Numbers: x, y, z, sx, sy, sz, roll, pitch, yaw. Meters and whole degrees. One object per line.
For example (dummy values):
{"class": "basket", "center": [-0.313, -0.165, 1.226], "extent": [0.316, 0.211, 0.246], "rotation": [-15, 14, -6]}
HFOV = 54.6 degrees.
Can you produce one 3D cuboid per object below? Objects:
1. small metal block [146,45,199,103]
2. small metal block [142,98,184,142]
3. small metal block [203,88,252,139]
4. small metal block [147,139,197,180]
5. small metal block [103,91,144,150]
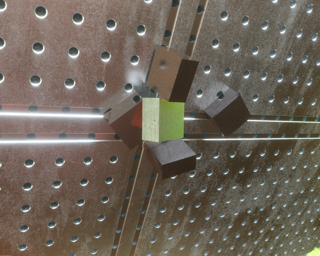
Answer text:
{"class": "small metal block", "center": [0.013, -0.063, 0.361], "extent": [0.025, 0.050, 0.050], "rotation": [-1, 119, -37]}
{"class": "small metal block", "center": [0.005, -0.012, 0.376], "extent": [0.050, 0.025, 0.050], "rotation": [-7, 100, -51]}
{"class": "small metal block", "center": [0.099, -0.021, 0.451], "extent": [0.050, 0.025, 0.050], "rotation": [-40, 129, -1]}
{"class": "small metal block", "center": [0.015, 0.040, 0.427], "extent": [0.050, 0.050, 0.025], "rotation": [-14, 124, -20]}
{"class": "small metal block", "center": [-0.033, -0.008, 0.387], "extent": [0.050, 0.025, 0.050], "rotation": [-37, 129, -4]}
